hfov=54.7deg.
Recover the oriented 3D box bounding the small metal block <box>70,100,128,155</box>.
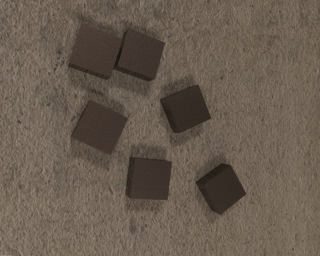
[{"bbox_3d":[-0.075,0.000,0.382,0.050,0.025,0.050,27,81,-19],"label":"small metal block"}]

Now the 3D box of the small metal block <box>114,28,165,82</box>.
[{"bbox_3d":[-0.027,-0.093,0.400,0.050,0.025,0.050,17,84,-20],"label":"small metal block"}]

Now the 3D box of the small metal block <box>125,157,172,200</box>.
[{"bbox_3d":[-0.015,0.066,0.405,0.050,0.025,0.050,7,88,-20],"label":"small metal block"}]

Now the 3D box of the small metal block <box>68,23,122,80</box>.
[{"bbox_3d":[-0.080,-0.092,0.380,0.050,0.025,0.050,17,84,-20],"label":"small metal block"}]

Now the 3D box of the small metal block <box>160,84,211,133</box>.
[{"bbox_3d":[0.035,-0.026,0.423,0.050,0.025,0.050,-25,99,-19],"label":"small metal block"}]

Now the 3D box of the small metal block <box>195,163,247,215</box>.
[{"bbox_3d":[0.087,0.086,0.443,0.050,0.025,0.050,-33,101,-17],"label":"small metal block"}]
